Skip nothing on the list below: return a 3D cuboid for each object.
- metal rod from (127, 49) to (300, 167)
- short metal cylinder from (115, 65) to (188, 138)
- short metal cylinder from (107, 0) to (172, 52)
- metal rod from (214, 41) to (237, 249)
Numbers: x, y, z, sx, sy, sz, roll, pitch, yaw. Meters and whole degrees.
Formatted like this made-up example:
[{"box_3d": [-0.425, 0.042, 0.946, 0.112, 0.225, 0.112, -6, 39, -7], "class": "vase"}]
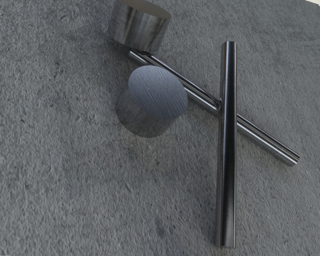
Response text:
[{"box_3d": [0.084, -0.031, 0.467, 0.301, 0.025, 0.025, 33, 51, -7], "class": "metal rod"}, {"box_3d": [-0.011, -0.034, 0.402, 0.081, 0.050, 0.080, 14, 56, -21], "class": "short metal cylinder"}, {"box_3d": [-0.030, -0.151, 0.445, 0.080, 0.050, 0.080, 18, 31, -11], "class": "short metal cylinder"}, {"box_3d": [0.093, 0.005, 0.425, 0.025, 0.025, 0.299, 17, 63, -19], "class": "metal rod"}]
